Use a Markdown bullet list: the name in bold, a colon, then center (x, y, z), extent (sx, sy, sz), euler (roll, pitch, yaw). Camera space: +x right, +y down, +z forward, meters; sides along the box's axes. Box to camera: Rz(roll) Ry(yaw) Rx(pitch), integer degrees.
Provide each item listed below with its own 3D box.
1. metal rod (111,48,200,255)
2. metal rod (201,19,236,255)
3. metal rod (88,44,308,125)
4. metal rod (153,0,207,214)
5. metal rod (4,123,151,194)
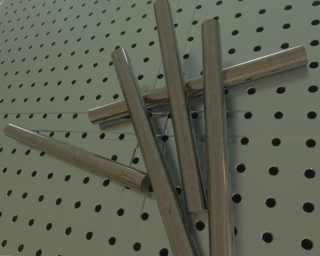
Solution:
- **metal rod**: center (-0.016, 0.013, 0.384), extent (0.025, 0.025, 0.299), euler (-27, 59, 11)
- **metal rod**: center (0.064, 0.001, 0.352), extent (0.025, 0.025, 0.299), euler (-9, 64, 23)
- **metal rod**: center (0.036, -0.052, 0.420), extent (0.301, 0.025, 0.025), euler (-15, 56, 19)
- **metal rod**: center (0.022, -0.045, 0.393), extent (0.025, 0.025, 0.299), euler (-17, 64, 18)
- **metal rod**: center (-0.137, 0.036, 0.456), extent (0.300, 0.025, 0.025), euler (15, 69, 33)
